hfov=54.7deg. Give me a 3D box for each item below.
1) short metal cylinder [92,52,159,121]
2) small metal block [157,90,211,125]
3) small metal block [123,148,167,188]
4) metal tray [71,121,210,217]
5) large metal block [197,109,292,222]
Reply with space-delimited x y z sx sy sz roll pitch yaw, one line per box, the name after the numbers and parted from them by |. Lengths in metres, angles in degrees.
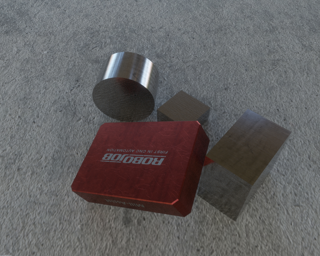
-0.044 -0.053 0.412 0.080 0.080 0.050 5 50 4 | short metal cylinder
0.031 -0.018 0.418 0.050 0.025 0.050 35 58 25 | small metal block
-0.022 0.044 0.366 0.050 0.025 0.050 -12 51 -10 | small metal block
-0.022 0.038 0.328 0.130 0.030 0.090 0 54 31 | metal tray
0.088 0.040 0.334 0.050 0.080 0.080 33 57 24 | large metal block
